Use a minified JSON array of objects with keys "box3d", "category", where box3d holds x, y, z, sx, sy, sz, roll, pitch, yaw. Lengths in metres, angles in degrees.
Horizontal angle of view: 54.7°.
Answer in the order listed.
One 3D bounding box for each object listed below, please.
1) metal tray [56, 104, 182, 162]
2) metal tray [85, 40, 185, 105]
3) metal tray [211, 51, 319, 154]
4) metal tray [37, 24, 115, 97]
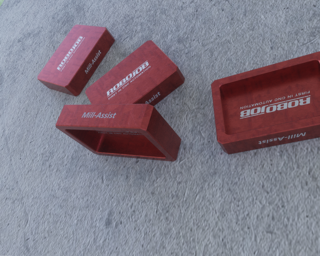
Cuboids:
[{"box3d":[-0.050,0.006,0.384,0.130,0.090,0.030,2,63,29],"category":"metal tray"},{"box3d":[-0.040,-0.063,0.460,0.130,0.030,0.090,-38,51,2],"category":"metal tray"},{"box3d":[0.128,-0.027,0.349,0.130,0.030,0.090,-13,56,20],"category":"metal tray"},{"box3d":[-0.150,-0.125,0.556,0.090,0.030,0.130,18,71,35],"category":"metal tray"}]
